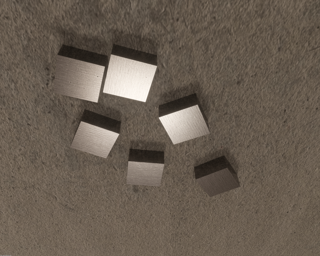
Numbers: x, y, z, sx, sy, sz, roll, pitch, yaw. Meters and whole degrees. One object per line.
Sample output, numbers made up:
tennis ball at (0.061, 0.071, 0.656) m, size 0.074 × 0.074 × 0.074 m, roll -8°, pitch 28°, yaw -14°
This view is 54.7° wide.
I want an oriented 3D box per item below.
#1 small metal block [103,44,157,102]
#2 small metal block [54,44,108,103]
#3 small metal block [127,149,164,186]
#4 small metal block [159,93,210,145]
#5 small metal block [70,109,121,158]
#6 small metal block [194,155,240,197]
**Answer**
small metal block at (-0.034, -0.062, 0.354) m, size 0.050 × 0.025 × 0.050 m, roll 12°, pitch 129°, yaw -11°
small metal block at (-0.091, -0.061, 0.354) m, size 0.050 × 0.025 × 0.050 m, roll 13°, pitch 129°, yaw -11°
small metal block at (-0.022, 0.059, 0.457) m, size 0.050 × 0.025 × 0.050 m, roll 5°, pitch 130°, yaw -5°
small metal block at (0.031, -0.011, 0.398) m, size 0.050 × 0.025 × 0.050 m, roll -18°, pitch 128°, yaw 14°
small metal block at (-0.086, 0.009, 0.413) m, size 0.050 × 0.025 × 0.050 m, roll 20°, pitch 127°, yaw -17°
small metal block at (0.087, 0.074, 0.472) m, size 0.050 × 0.025 × 0.050 m, roll -25°, pitch 126°, yaw 19°
